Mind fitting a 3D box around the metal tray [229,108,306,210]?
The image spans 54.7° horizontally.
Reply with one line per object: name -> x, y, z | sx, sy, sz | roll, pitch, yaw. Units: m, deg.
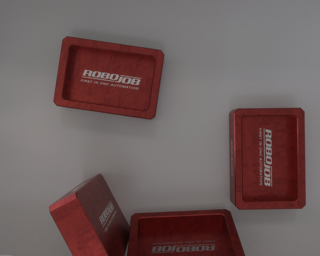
metal tray -> 0.140, 0.039, 0.409 | 0.091, 0.030, 0.129 | -1, 90, 0

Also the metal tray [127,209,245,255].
metal tray -> 0.029, 0.142, 0.376 | 0.131, 0.090, 0.030 | -2, 115, 0

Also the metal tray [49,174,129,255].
metal tray -> -0.073, 0.108, 0.358 | 0.030, 0.130, 0.090 | -28, 90, 0

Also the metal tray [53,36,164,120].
metal tray -> -0.065, -0.064, 0.408 | 0.131, 0.030, 0.089 | 8, 90, 0
